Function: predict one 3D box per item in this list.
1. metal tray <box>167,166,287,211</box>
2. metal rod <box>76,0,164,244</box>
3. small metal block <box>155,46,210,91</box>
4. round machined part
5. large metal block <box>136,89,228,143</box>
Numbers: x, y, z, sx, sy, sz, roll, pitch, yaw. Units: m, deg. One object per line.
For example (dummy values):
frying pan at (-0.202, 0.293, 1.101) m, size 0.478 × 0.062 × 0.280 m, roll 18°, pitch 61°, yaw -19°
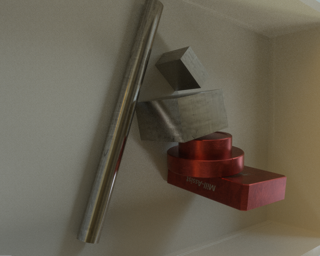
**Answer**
metal tray at (0.084, 0.068, 0.410) m, size 0.091 × 0.130 × 0.030 m, roll -1°, pitch 97°, yaw -40°
metal rod at (-0.044, -0.018, 0.371) m, size 0.025 × 0.025 × 0.299 m, roll 24°, pitch 75°, yaw -38°
small metal block at (0.030, -0.078, 0.417) m, size 0.050 × 0.050 × 0.025 m, roll 49°, pitch 61°, yaw -29°
round machined part at (0.058, 0.029, 0.400) m, size 0.099 × 0.098 × 0.042 m, roll -9°, pitch 102°, yaw -40°
large metal block at (0.027, -0.017, 0.396) m, size 0.081 × 0.080 × 0.050 m, roll -16°, pitch 100°, yaw -39°
